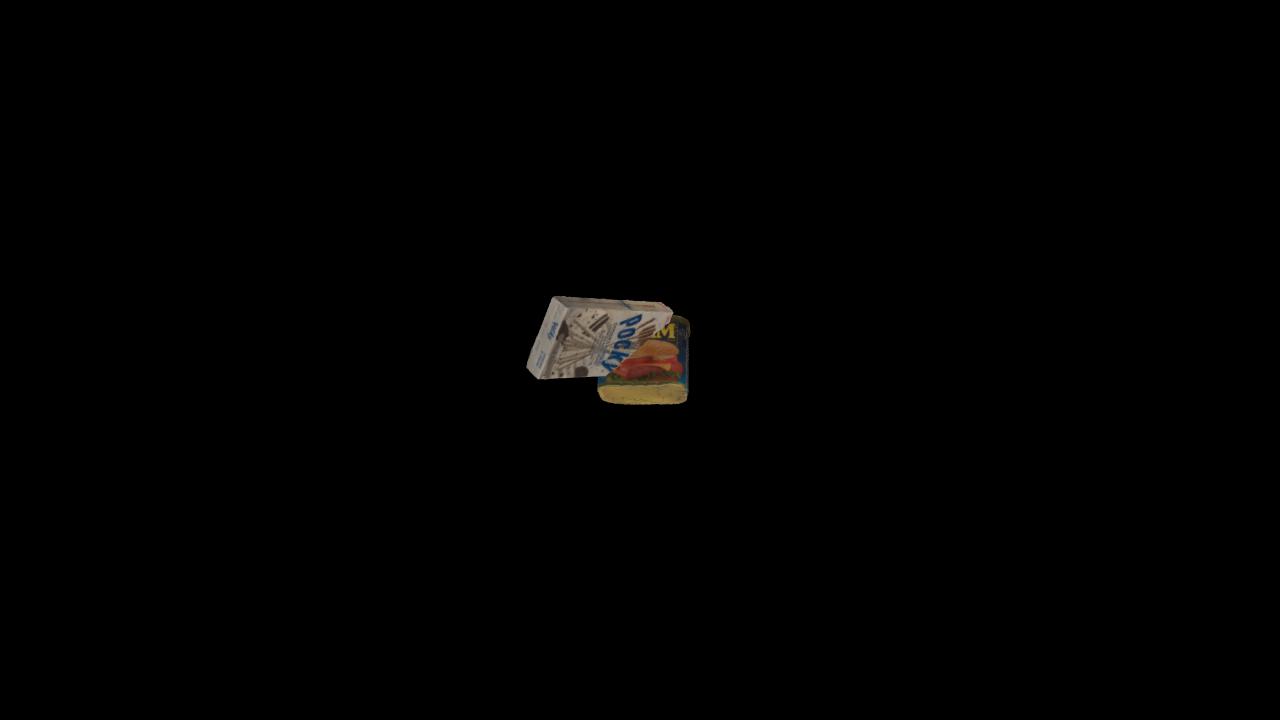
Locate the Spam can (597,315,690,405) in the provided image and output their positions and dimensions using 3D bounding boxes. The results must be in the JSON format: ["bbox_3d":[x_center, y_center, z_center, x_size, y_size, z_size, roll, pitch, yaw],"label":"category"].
[{"bbox_3d":[0.004,0.001,0.681,0.101,0.085,0.058,-1,-27,8],"label":"Spam can"}]

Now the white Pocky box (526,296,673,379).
[{"bbox_3d":[-0.038,-0.022,0.632,0.154,0.084,0.028,-2,34,-47],"label":"white Pocky box"}]
